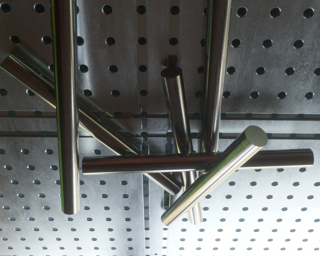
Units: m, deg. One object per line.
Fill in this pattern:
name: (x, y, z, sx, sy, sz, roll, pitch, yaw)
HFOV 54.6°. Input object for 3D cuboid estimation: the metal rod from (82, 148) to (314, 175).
metal rod: (0.048, 0.045, 0.415, 0.302, 0.025, 0.025, -2, 130, 1)

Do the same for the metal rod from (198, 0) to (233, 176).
metal rod: (0.064, -0.039, 0.378, 0.025, 0.025, 0.298, -2, 130, 2)

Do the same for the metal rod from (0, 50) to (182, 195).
metal rod: (-0.073, 0.009, 0.418, 0.025, 0.025, 0.301, -33, 123, 25)

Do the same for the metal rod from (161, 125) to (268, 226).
metal rod: (0.055, 0.085, 0.430, 0.025, 0.025, 0.298, 13, 146, -11)

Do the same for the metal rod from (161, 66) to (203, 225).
metal rod: (0.038, 0.048, 0.452, 0.025, 0.025, 0.299, -8, 130, 6)

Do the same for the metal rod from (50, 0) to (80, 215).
metal rod: (-0.109, -0.014, 0.365, 0.025, 0.025, 0.298, 5, 120, -5)
